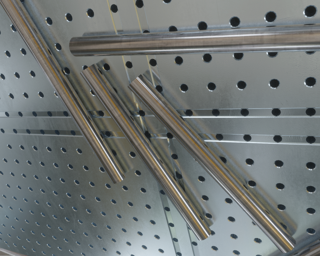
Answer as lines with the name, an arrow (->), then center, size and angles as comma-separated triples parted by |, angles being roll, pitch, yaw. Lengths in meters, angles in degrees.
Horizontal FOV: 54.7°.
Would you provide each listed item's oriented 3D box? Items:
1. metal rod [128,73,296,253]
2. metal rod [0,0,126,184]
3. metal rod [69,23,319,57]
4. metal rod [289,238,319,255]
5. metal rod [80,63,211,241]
metal rod -> 0.070, 0.049, 0.403 | 0.300, 0.025, 0.025 | 47, 129, -6
metal rod -> -0.133, -0.045, 0.450 | 0.025, 0.025, 0.299 | -17, 110, 34
metal rod -> 0.027, -0.093, 0.338 | 0.301, 0.025, 0.025 | 5, 121, 25
metal rod -> 0.209, 0.156, 0.397 | 0.025, 0.025, 0.298 | 36, 129, 3
metal rod -> -0.014, 0.042, 0.442 | 0.025, 0.025, 0.299 | -25, 106, 36
